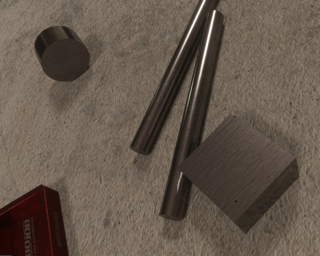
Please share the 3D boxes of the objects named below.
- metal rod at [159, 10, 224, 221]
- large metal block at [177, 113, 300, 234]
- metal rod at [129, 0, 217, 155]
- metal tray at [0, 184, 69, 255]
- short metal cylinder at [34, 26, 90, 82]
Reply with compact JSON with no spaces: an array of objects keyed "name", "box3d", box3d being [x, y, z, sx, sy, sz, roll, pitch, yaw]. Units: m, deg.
[{"name":"metal rod","box3d":[0.047,-0.034,0.398,0.025,0.025,0.300,1,62,28]},{"name":"large metal block","box3d":[0.080,0.045,0.317,0.080,0.050,0.080,-45,51,-4]},{"name":"metal rod","box3d":[0.030,-0.100,0.447,0.025,0.025,0.300,11,67,32]},{"name":"metal tray","box3d":[-0.167,0.149,0.394,0.090,0.030,0.130,-31,52,8]},{"name":"short metal cylinder","box3d":[-0.168,-0.127,0.532,0.080,0.080,0.050,-38,51,2]}]
